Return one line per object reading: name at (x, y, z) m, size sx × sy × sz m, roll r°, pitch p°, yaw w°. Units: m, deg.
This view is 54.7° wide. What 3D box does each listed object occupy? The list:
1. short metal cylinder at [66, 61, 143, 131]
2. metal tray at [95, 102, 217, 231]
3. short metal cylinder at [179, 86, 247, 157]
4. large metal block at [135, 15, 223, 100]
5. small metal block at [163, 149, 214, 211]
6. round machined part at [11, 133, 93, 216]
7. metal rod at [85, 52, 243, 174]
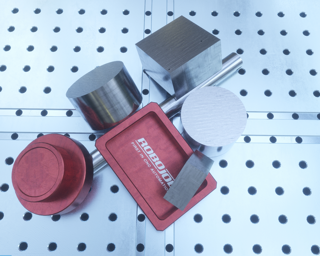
short metal cylinder at (-0.069, -0.042, 0.391) m, size 0.080 × 0.050 × 0.080 m, roll -21°, pitch 31°, yaw 14°
metal tray at (-0.005, 0.045, 0.377) m, size 0.090 × 0.030 × 0.130 m, roll -36°, pitch 87°, yaw -12°
short metal cylinder at (0.066, -0.007, 0.401) m, size 0.081 × 0.050 × 0.080 m, roll 0°, pitch 70°, yaw 0°
large metal block at (0.026, -0.098, 0.422) m, size 0.080 × 0.050 × 0.080 m, roll -35°, pitch 54°, yaw -12°
small metal block at (0.033, 0.057, 0.347) m, size 0.025 × 0.050 × 0.050 m, roll 33°, pitch 109°, yaw 9°
round machined part at (-0.133, 0.054, 0.368) m, size 0.098 × 0.042 × 0.098 m, roll -4°, pitch 75°, yaw 15°
metal rod at (-0.008, -0.012, 0.418) m, size 0.301 × 0.025 × 0.025 m, roll -36°, pitch 74°, yaw -12°
